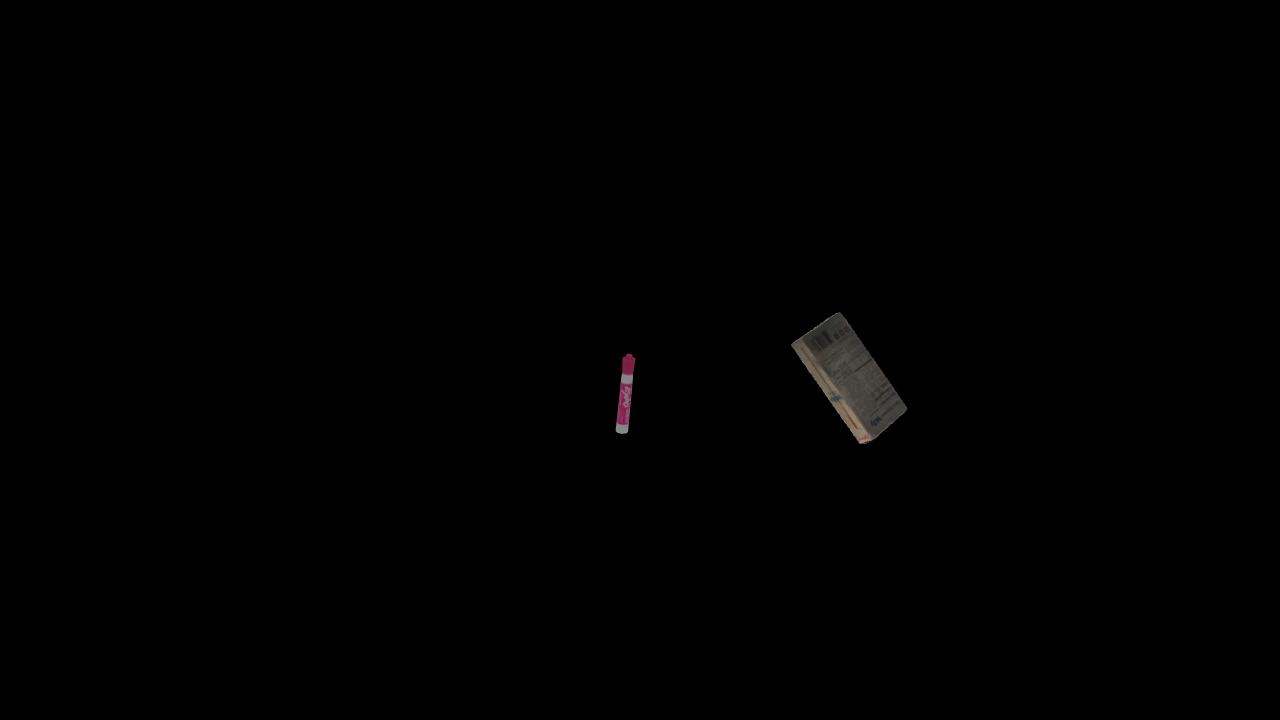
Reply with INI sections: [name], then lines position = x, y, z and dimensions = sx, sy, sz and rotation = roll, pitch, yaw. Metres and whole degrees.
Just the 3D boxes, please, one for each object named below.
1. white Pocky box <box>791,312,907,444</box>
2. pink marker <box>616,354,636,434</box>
[white Pocky box]
position = 0.268, 0.021, 0.786
dimensions = 0.084, 0.154, 0.028
rotation = -30, -7, -30
[pink marker]
position = -0.021, 0.049, 0.888
dimensions = 0.020, 0.121, 0.020
rotation = 5, 19, -2
